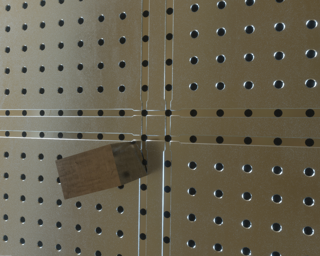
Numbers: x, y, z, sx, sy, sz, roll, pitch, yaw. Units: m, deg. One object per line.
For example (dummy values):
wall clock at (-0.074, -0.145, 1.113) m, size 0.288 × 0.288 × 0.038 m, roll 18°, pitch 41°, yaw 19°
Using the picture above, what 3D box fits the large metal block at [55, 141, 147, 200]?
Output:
large metal block at (-0.074, 0.053, 0.408) m, size 0.080 × 0.080 × 0.050 m, roll -17°, pitch 85°, yaw 19°
